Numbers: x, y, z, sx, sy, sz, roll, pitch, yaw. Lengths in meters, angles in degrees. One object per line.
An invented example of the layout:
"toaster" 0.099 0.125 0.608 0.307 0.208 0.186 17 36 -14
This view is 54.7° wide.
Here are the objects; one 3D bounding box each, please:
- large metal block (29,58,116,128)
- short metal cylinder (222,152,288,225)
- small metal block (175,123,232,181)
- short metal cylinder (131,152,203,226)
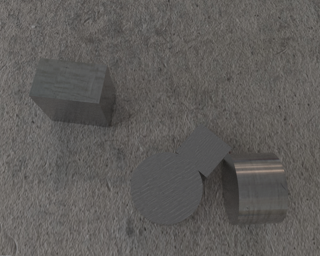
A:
"large metal block" -0.105 -0.042 0.393 0.080 0.080 0.050 7 70 2
"short metal cylinder" 0.105 0.069 0.355 0.050 0.080 0.080 -2 70 -1
"small metal block" 0.055 0.031 0.397 0.050 0.025 0.050 40 75 13
"short metal cylinder" 0.007 0.074 0.368 0.081 0.050 0.080 0 70 0
